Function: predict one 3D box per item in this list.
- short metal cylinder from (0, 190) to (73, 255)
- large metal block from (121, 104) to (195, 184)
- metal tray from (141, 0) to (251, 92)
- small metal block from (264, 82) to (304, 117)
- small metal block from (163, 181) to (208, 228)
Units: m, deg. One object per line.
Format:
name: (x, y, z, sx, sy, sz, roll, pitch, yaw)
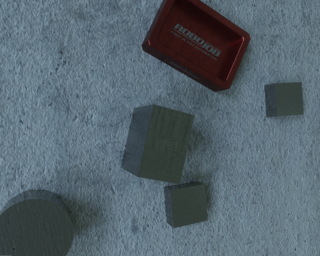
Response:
short metal cylinder: (-0.140, 0.113, 0.344, 0.081, 0.050, 0.079, 0, 90, -20)
large metal block: (-0.006, 0.018, 0.378, 0.050, 0.080, 0.080, 14, 86, -20)
metal tray: (0.052, -0.118, 0.425, 0.131, 0.030, 0.090, 27, 81, -18)
small metal block: (0.192, -0.044, 0.480, 0.050, 0.025, 0.050, -5, 92, -20)
small metal block: (0.035, 0.103, 0.422, 0.050, 0.025, 0.050, -6, 92, -20)
